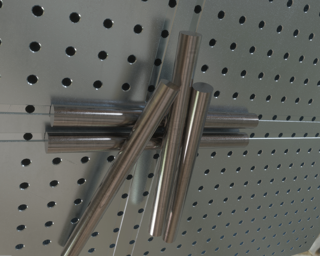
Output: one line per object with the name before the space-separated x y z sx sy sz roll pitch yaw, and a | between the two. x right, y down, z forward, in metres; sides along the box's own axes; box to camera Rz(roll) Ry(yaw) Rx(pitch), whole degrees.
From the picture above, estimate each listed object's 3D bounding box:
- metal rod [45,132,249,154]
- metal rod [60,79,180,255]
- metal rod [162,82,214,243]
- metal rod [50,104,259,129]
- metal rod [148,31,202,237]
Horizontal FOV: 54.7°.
metal rod | 0.003 0.018 0.426 0.303 0.025 0.025 1 118 -29
metal rod | -0.061 0.070 0.398 0.025 0.025 0.298 15 117 -35
metal rod | 0.033 0.071 0.451 0.025 0.025 0.298 -10 130 -23
metal rod | 0.014 -0.012 0.413 0.303 0.025 0.025 1 118 -29
metal rod | 0.014 0.027 0.405 0.025 0.025 0.298 -6 122 -26
